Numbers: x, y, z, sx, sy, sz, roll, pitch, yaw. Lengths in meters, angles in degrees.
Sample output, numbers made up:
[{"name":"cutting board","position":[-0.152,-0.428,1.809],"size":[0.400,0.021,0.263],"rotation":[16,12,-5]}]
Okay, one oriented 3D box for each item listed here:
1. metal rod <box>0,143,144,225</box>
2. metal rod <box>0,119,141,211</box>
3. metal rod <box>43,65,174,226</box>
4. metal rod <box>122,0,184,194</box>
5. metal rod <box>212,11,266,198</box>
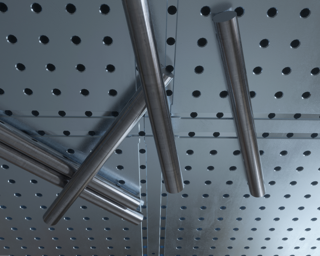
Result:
[{"name":"metal rod","position":[-0.146,0.082,0.479],"size":[0.301,0.025,0.025],"rotation":[36,121,-27]},{"name":"metal rod","position":[-0.149,0.048,0.450],"size":[0.301,0.025,0.025],"rotation":[36,121,-27]},{"name":"metal rod","position":[-0.082,0.037,0.418],"size":[0.025,0.025,0.299],"rotation":[29,117,-23]},{"name":"metal rod","position":[-0.008,-0.048,0.336],"size":[0.025,0.025,0.298],"rotation":[-9,120,6]},{"name":"metal rod","position":[0.112,-0.006,0.408],"size":[0.025,0.025,0.299],"rotation":[-14,129,11]}]
